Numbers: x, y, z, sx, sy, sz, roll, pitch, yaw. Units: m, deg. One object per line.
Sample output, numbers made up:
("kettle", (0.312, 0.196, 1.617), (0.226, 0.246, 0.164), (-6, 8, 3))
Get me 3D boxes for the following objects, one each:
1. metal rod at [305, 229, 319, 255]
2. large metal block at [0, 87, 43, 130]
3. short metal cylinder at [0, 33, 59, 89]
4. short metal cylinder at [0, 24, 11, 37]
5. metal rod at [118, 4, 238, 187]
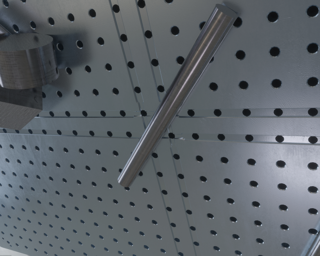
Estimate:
("metal rod", (0.215, 0.082, 0.348), (0.025, 0.025, 0.298), (18, 126, 18))
("large metal block", (-0.235, -0.040, 0.466), (0.080, 0.081, 0.050), (-29, 61, 37))
("short metal cylinder", (-0.181, -0.091, 0.414), (0.080, 0.080, 0.050), (14, 124, 20))
("short metal cylinder", (-0.254, -0.118, 0.436), (0.050, 0.080, 0.080), (42, 129, 0))
("metal rod", (0.005, -0.016, 0.398), (0.025, 0.025, 0.298), (35, 129, 5))
